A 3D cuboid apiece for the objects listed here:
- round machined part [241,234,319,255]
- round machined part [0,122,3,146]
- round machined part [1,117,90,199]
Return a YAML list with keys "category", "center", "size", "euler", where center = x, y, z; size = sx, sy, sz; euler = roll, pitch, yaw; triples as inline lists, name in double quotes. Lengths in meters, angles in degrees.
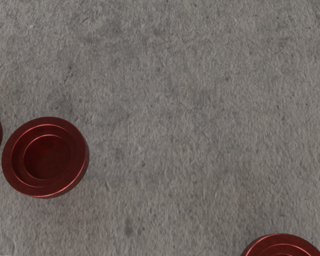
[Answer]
- category: "round machined part"
  center: [0.133, 0.168, 0.340]
  size: [0.099, 0.042, 0.098]
  euler: [0, 70, -1]
- category: "round machined part"
  center: [-0.259, 0.008, 0.393]
  size: [0.099, 0.042, 0.098]
  euler: [0, 70, -1]
- category: "round machined part"
  center: [-0.137, 0.038, 0.383]
  size: [0.099, 0.042, 0.098]
  euler: [0, 70, -1]
